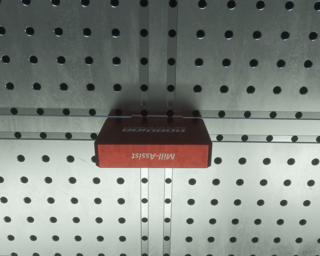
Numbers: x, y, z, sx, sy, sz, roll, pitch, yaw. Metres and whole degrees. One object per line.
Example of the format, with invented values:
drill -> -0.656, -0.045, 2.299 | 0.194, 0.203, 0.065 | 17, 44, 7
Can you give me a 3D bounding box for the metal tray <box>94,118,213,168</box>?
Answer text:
metal tray -> -0.007, 0.016, 0.384 | 0.131, 0.090, 0.030 | 0, 110, 0
